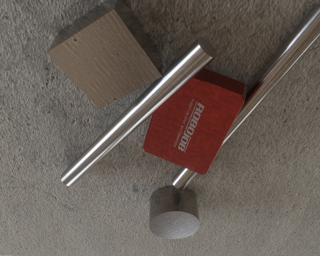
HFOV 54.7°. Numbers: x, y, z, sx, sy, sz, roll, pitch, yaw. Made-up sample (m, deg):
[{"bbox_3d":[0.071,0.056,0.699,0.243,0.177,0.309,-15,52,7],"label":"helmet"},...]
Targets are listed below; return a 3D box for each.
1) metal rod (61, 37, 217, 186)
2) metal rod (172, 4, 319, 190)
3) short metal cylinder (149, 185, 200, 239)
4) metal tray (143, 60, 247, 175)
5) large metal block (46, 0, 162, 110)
[{"bbox_3d":[-0.047,0.000,0.381,0.025,0.025,0.299,31,131,-24],"label":"metal rod"},{"bbox_3d":[0.098,-0.016,0.395,0.025,0.025,0.298,21,127,-18],"label":"metal rod"},{"bbox_3d":[0.023,0.139,0.510,0.081,0.050,0.079,0,130,0],"label":"short metal cylinder"},{"bbox_3d":[0.038,-0.009,0.379,0.090,0.030,0.129,22,129,5],"label":"metal tray"},{"bbox_3d":[-0.053,-0.078,0.324,0.080,0.050,0.080,-25,126,19],"label":"large metal block"}]
